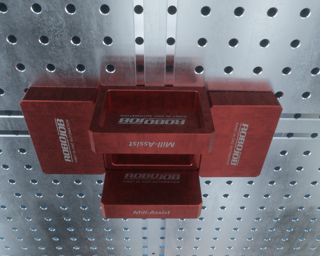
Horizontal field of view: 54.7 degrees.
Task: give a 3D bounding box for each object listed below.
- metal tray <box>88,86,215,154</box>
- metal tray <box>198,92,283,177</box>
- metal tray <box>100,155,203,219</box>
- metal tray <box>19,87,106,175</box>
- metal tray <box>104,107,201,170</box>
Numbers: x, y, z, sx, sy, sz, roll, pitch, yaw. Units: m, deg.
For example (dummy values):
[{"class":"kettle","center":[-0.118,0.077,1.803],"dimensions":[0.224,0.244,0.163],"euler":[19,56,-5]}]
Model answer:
[{"class":"metal tray","center":[-0.009,-0.012,0.359],"dimensions":[0.131,0.090,0.030],"euler":[1,130,-1]},{"class":"metal tray","center":[0.101,0.013,0.419],"dimensions":[0.091,0.030,0.129],"euler":[0,130,-2]},{"class":"metal tray","center":[-0.011,0.080,0.435],"dimensions":[0.131,0.090,0.030],"euler":[1,130,-1]},{"class":"metal tray","center":[-0.121,0.008,0.413],"dimensions":[0.091,0.030,0.129],"euler":[1,130,-1]},{"class":"metal tray","center":[-0.010,0.016,0.419],"dimensions":[0.131,0.030,0.089],"euler":[0,130,-1]}]
